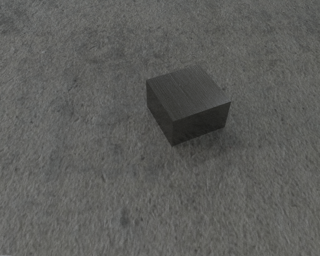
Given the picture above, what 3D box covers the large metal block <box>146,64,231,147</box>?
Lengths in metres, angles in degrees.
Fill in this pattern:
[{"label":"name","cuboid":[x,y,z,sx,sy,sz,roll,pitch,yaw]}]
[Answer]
[{"label":"large metal block","cuboid":[0.035,-0.032,0.415,0.081,0.050,0.080,-19,53,-16]}]
